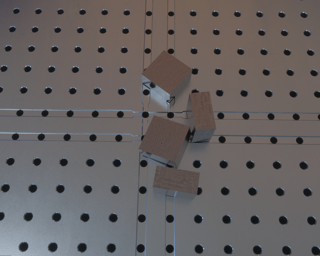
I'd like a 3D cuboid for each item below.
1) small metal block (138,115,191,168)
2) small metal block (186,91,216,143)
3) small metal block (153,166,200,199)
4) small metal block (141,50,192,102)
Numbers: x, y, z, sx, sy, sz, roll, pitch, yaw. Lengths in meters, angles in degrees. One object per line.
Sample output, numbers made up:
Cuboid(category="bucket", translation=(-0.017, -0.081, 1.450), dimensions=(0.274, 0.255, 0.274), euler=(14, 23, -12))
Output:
Cuboid(category="small metal block", translation=(0.007, 0.017, 0.402), dimensions=(0.050, 0.025, 0.050), euler=(18, 71, 16))
Cuboid(category="small metal block", translation=(0.052, -0.013, 0.404), dimensions=(0.025, 0.050, 0.050), euler=(-6, 70, -2))
Cuboid(category="small metal block", translation=(0.019, 0.067, 0.374), dimensions=(0.050, 0.050, 0.025), euler=(9, 71, 3))
Cuboid(category="small metal block", translation=(0.010, -0.073, 0.439), dimensions=(0.050, 0.025, 0.050), euler=(37, 74, 12))
